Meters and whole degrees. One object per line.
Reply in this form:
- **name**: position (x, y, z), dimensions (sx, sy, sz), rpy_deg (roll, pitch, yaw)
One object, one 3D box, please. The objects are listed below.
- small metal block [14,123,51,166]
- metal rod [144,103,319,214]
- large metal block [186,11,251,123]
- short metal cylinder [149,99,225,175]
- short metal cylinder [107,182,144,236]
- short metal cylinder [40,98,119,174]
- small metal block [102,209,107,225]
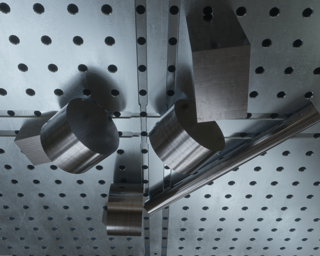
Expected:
- **small metal block**: position (-0.162, 0.022, 0.429), dimensions (0.050, 0.025, 0.050), rpy_deg (-13, 129, 10)
- **metal rod**: position (0.092, 0.057, 0.460), dimensions (0.299, 0.025, 0.025), rpy_deg (-35, 122, 26)
- **large metal block**: position (0.058, -0.064, 0.321), dimensions (0.050, 0.080, 0.080), rpy_deg (-6, 130, 5)
- **short metal cylinder**: position (0.034, 0.010, 0.385), dimensions (0.080, 0.080, 0.050), rpy_deg (30, 124, -23)
- **short metal cylinder**: position (-0.052, 0.126, 0.482), dimensions (0.050, 0.080, 0.079), rpy_deg (3, 130, -2)
- **short metal cylinder**: position (-0.097, 0.010, 0.383), dimensions (0.050, 0.080, 0.080), rpy_deg (-35, 122, 26)
- **small metal block**: position (-0.067, 0.162, 0.549), dimensions (0.050, 0.025, 0.050), rpy_deg (-20, 128, 16)
